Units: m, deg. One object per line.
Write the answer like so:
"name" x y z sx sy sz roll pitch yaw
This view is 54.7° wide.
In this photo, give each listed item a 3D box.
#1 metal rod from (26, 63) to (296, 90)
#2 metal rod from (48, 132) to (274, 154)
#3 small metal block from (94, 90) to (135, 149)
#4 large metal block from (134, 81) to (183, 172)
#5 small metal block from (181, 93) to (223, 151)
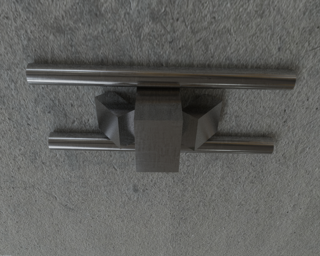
"metal rod" 0.003 -0.059 0.358 0.302 0.025 0.025 1 130 -2
"metal rod" 0.003 0.021 0.427 0.302 0.025 0.025 1 130 -2
"small metal block" -0.054 -0.011 0.381 0.025 0.050 0.050 -28 139 -30
"large metal block" -0.002 -0.003 0.373 0.050 0.080 0.079 1 130 -1
"small metal block" 0.050 -0.008 0.385 0.025 0.050 0.050 30 138 30
